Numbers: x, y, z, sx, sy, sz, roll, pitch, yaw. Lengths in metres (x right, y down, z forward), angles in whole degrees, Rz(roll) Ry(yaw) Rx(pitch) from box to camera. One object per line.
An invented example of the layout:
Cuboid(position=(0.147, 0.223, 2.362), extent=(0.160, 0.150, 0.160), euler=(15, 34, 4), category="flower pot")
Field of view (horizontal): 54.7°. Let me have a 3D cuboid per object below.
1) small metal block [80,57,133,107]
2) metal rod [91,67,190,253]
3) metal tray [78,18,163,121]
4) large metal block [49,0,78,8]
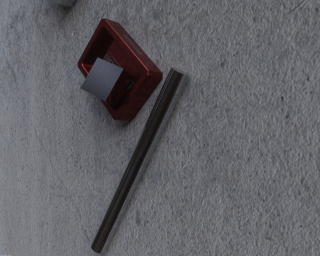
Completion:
Cuboid(position=(-0.075, -0.064, 0.434), extent=(0.050, 0.025, 0.050), euler=(28, 88, 28), category="small metal block")
Cuboid(position=(-0.035, 0.057, 0.431), extent=(0.025, 0.025, 0.298), euler=(38, 113, 33), category="metal rod")
Cuboid(position=(-0.063, -0.085, 0.450), extent=(0.090, 0.030, 0.130), euler=(-52, 60, 27), category="metal tray")
Cuboid(position=(-0.161, -0.266, 0.518), extent=(0.080, 0.050, 0.080), euler=(-38, 67, 33), category="large metal block")
